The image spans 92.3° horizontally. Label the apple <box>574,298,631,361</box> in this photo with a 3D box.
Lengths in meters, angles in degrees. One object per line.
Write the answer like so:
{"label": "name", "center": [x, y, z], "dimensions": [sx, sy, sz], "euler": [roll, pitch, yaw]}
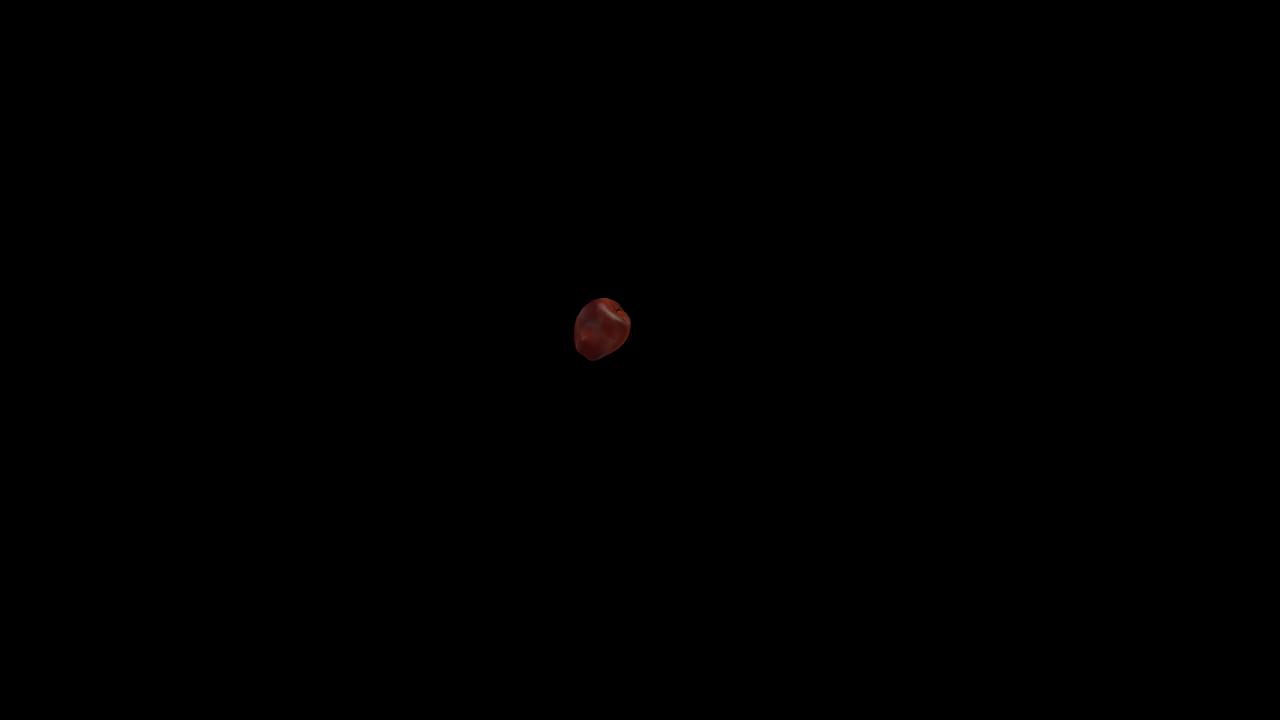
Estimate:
{"label": "apple", "center": [-0.057, -0.045, 0.893], "dimensions": [0.093, 0.079, 0.079], "euler": [-49, -26, 25]}
